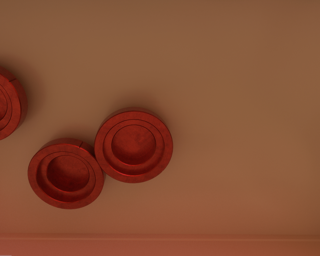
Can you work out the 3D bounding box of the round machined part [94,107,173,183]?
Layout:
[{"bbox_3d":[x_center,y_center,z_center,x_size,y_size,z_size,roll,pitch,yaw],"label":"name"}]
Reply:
[{"bbox_3d":[-0.034,0.019,0.406,0.099,0.042,0.097,-2,108,-5],"label":"round machined part"}]

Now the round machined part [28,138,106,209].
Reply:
[{"bbox_3d":[-0.122,0.058,0.422,0.099,0.042,0.097,0,110,0],"label":"round machined part"}]

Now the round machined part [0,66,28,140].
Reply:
[{"bbox_3d":[-0.214,-0.035,0.386,0.099,0.042,0.097,0,110,-1],"label":"round machined part"}]
